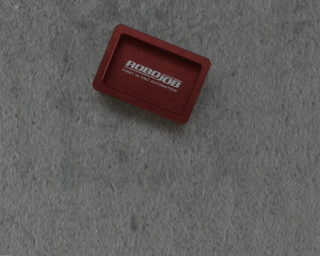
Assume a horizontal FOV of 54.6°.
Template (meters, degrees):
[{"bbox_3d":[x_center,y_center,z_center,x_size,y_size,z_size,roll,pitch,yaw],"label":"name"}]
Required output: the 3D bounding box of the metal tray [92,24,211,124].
[{"bbox_3d":[-0.010,-0.068,0.407,0.131,0.030,0.090,22,90,0],"label":"metal tray"}]
